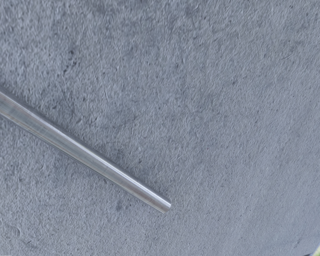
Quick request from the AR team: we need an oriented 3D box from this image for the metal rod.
[{"bbox_3d":[-0.079,0.043,0.389,0.025,0.025,0.300,-45,129,3],"label":"metal rod"}]
